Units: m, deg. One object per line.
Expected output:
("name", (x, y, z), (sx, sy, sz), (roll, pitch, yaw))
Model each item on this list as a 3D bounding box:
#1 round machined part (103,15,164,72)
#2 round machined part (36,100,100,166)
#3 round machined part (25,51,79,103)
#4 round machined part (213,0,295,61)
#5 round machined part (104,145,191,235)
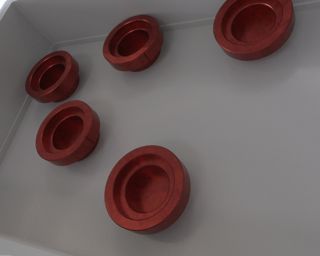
("round machined part", (-0.038, -0.129, 0.494), (0.098, 0.042, 0.098), (-13, 56, 21))
("round machined part", (-0.129, 0.011, 0.456), (0.098, 0.042, 0.098), (-13, 56, 21))
("round machined part", (-0.182, -0.084, 0.542), (0.098, 0.042, 0.098), (-13, 56, 21))
("round machined part", (0.123, -0.131, 0.403), (0.098, 0.042, 0.098), (-10, 68, 28))
("round machined part", (-0.011, 0.072, 0.356), (0.098, 0.042, 0.098), (-13, 56, 21))
